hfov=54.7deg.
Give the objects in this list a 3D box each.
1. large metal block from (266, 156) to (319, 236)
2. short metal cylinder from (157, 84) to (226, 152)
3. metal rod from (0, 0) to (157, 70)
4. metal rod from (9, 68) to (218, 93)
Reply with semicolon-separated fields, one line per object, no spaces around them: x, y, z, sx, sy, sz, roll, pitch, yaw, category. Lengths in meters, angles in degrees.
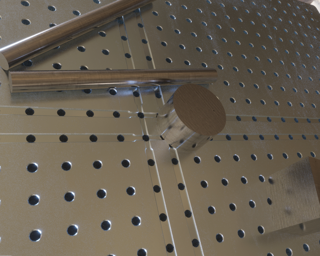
0.199;0.096;0.424;0.050;0.080;0.080;16;55;-20;large metal block
0.043;-0.014;0.425;0.081;0.050;0.080;14;56;-21;short metal cylinder
-0.098;-0.158;0.452;0.025;0.025;0.302;45;51;2;metal rod
-0.041;-0.069;0.429;0.303;0.025;0.025;-8;66;-32;metal rod
